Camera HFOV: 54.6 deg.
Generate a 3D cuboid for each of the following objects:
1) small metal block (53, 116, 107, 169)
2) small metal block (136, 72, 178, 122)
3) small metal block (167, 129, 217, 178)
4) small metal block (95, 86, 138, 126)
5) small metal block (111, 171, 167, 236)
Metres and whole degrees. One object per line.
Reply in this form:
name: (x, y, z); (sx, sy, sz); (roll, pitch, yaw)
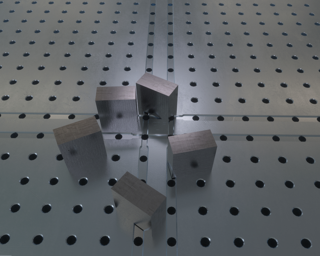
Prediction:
small metal block: (-0.096, 0.018, 0.376); (0.050, 0.050, 0.025); (-20, 53, -16)
small metal block: (-0.004, -0.042, 0.427); (0.050, 0.050, 0.025); (24, 54, 19)
small metal block: (0.036, 0.031, 0.366); (0.050, 0.050, 0.025); (-10, 51, -8)
small metal block: (-0.056, -0.029, 0.416); (0.050, 0.050, 0.025); (-2, 50, -2)
small metal block: (-0.021, 0.080, 0.325); (0.050, 0.050, 0.025); (29, 56, 22)
